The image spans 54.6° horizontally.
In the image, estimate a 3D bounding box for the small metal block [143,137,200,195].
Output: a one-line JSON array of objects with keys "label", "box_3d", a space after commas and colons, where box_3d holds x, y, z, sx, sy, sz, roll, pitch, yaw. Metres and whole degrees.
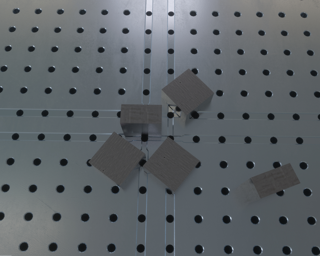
[{"label": "small metal block", "box_3d": [0.014, 0.048, 0.394, 0.050, 0.025, 0.050, 38, 74, 12]}]

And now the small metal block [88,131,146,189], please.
[{"label": "small metal block", "box_3d": [-0.053, 0.041, 0.396, 0.050, 0.025, 0.050, 35, 74, 12]}]

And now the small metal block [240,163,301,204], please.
[{"label": "small metal block", "box_3d": [0.131, 0.068, 0.374, 0.050, 0.050, 0.025, -19, 71, -7]}]

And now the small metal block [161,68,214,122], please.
[{"label": "small metal block", "box_3d": [0.037, -0.045, 0.429, 0.050, 0.025, 0.050, -39, 75, -13]}]

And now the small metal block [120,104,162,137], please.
[{"label": "small metal block", "box_3d": [-0.023, -0.009, 0.402, 0.050, 0.050, 0.025, 1, 70, 0]}]
